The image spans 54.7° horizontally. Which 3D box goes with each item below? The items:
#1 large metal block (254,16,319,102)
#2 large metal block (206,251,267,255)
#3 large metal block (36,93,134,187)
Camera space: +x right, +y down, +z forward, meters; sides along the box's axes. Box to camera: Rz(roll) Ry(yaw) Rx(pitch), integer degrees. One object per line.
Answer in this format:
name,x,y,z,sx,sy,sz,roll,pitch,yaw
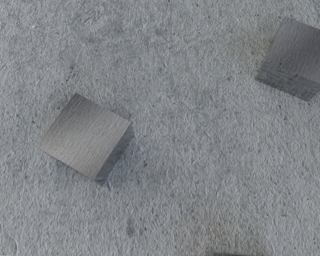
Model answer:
large metal block,0.190,-0.095,0.431,0.080,0.050,0.080,25,72,9
large metal block,0.091,0.178,0.330,0.080,0.050,0.080,4,70,1
large metal block,-0.089,0.015,0.388,0.080,0.050,0.080,28,72,10
